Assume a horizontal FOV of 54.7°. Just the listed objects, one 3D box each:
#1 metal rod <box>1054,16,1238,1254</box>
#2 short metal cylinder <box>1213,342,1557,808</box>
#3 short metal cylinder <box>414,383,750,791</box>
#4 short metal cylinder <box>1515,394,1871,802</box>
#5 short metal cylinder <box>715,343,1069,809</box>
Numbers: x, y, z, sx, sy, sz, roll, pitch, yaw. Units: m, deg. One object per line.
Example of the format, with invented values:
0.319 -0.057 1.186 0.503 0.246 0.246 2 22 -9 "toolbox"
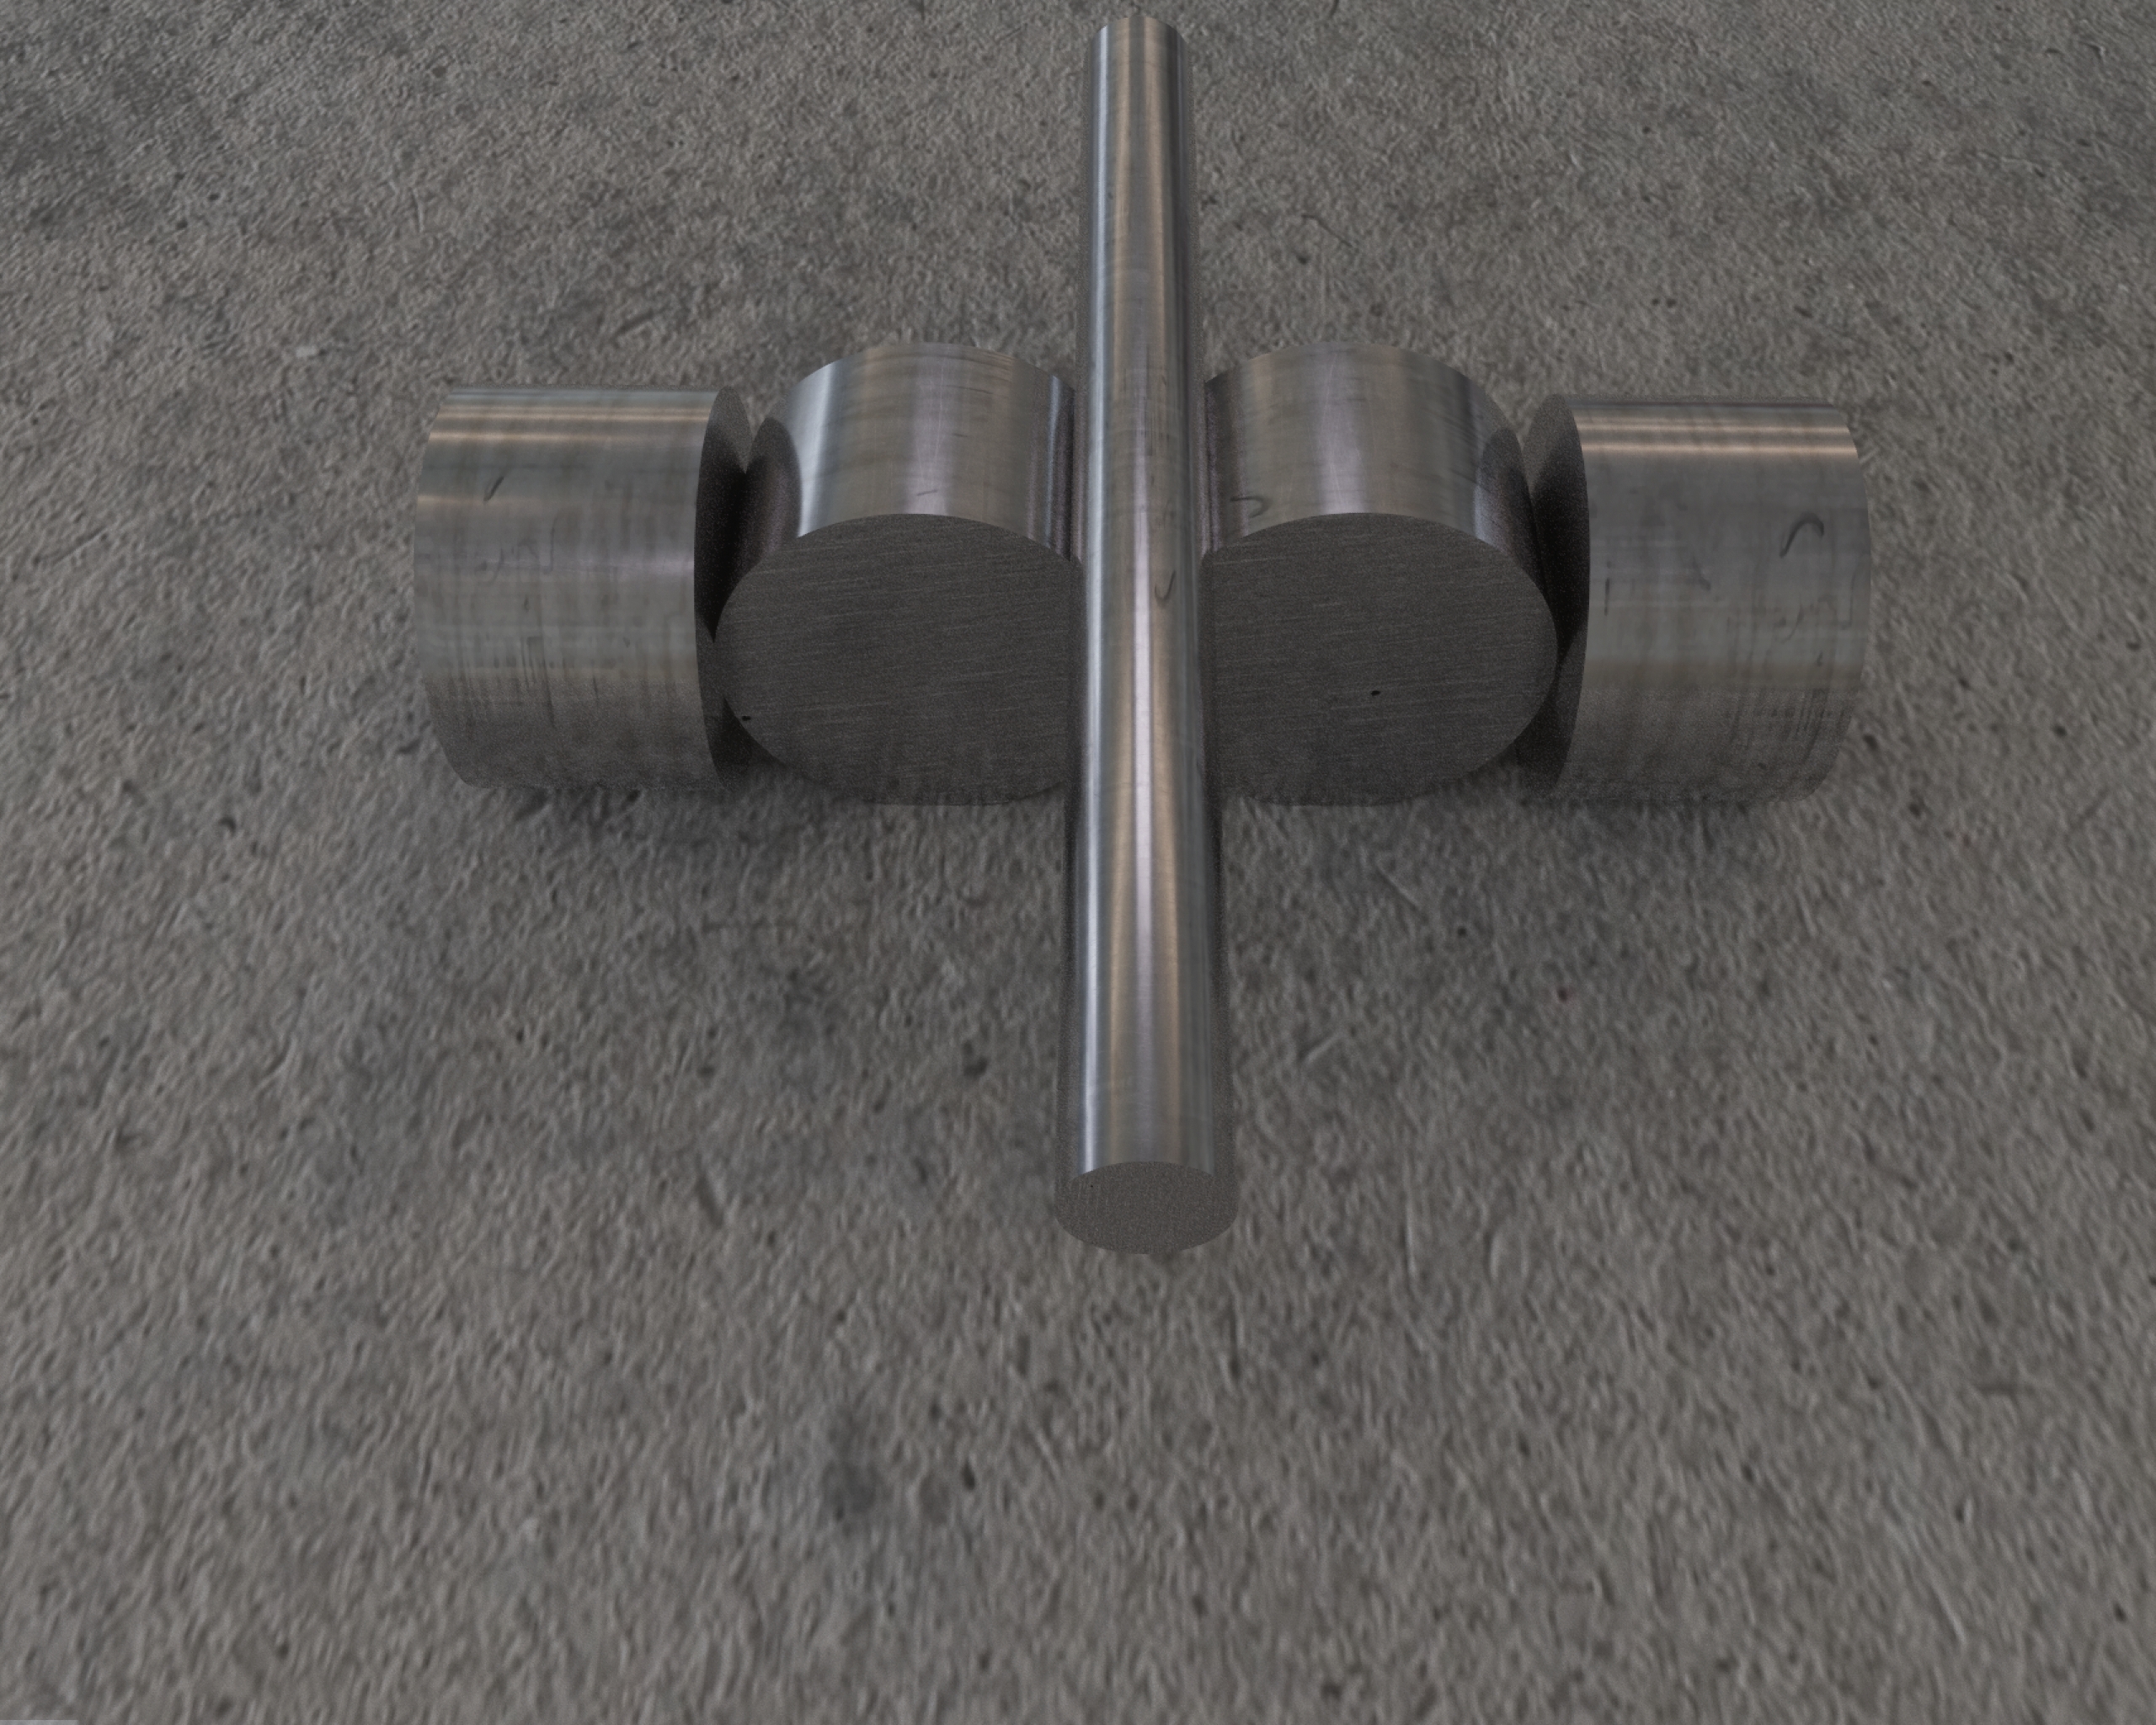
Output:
0.012 -0.067 0.381 0.025 0.025 0.300 1 50 0 "metal rod"
0.051 -0.056 0.416 0.080 0.080 0.050 1 50 0 "short metal cylinder"
-0.094 -0.054 0.414 0.050 0.080 0.080 1 50 0 "short metal cylinder"
0.117 -0.052 0.414 0.050 0.080 0.080 1 50 0 "short metal cylinder"
-0.029 -0.055 0.416 0.080 0.080 0.050 1 50 0 "short metal cylinder"
